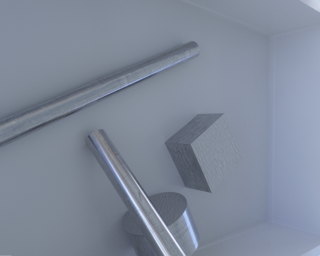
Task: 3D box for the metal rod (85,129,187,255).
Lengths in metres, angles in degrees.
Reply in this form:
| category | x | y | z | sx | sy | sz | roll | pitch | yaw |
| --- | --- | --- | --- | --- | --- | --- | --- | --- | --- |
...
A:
| category | x | y | z | sx | sy | sz | roll | pitch | yaw |
| --- | --- | --- | --- | --- | --- | --- | --- | --- | --- |
| metal rod | 0.011 | 0.126 | 0.310 | 0.025 | 0.025 | 0.299 | -23 | 70 | -38 |

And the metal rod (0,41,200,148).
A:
| category | x | y | z | sx | sy | sz | roll | pitch | yaw |
| --- | --- | --- | --- | --- | --- | --- | --- | --- | --- |
| metal rod | -0.057 | -0.050 | 0.360 | 0.302 | 0.025 | 0.025 | -31 | 110 | -36 |

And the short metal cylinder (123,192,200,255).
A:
| category | x | y | z | sx | sy | sz | roll | pitch | yaw |
| --- | --- | --- | --- | --- | --- | --- | --- | --- | --- |
| short metal cylinder | 0.002 | 0.122 | 0.375 | 0.081 | 0.080 | 0.050 | -32 | 111 | -36 |

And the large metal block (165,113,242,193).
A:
| category | x | y | z | sx | sy | sz | roll | pitch | yaw |
| --- | --- | --- | --- | --- | --- | --- | --- | --- | --- |
| large metal block | 0.065 | 0.033 | 0.447 | 0.080 | 0.050 | 0.080 | -39 | 114 | -33 |
